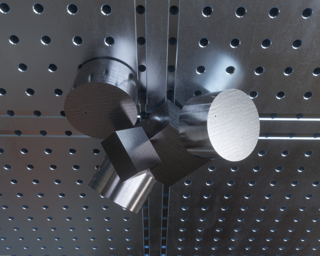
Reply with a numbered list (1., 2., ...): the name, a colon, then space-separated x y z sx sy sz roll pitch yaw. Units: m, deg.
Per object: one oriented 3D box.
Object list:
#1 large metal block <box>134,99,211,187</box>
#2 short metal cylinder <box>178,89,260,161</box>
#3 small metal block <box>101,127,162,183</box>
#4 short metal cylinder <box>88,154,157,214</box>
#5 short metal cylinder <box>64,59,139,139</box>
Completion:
1. large metal block: 0.011 0.023 0.407 0.080 0.050 0.080 37 121 -27
2. short metal cylinder: 0.069 -0.003 0.360 0.080 0.080 0.050 36 160 -26
3. small metal block: -0.031 0.028 0.349 0.025 0.050 0.050 -36 78 28
4. short metal cylinder: -0.051 0.076 0.427 0.080 0.050 0.080 29 168 7
5. short metal cylinder: -0.065 -0.033 0.362 0.081 0.050 0.079 0 130 0
